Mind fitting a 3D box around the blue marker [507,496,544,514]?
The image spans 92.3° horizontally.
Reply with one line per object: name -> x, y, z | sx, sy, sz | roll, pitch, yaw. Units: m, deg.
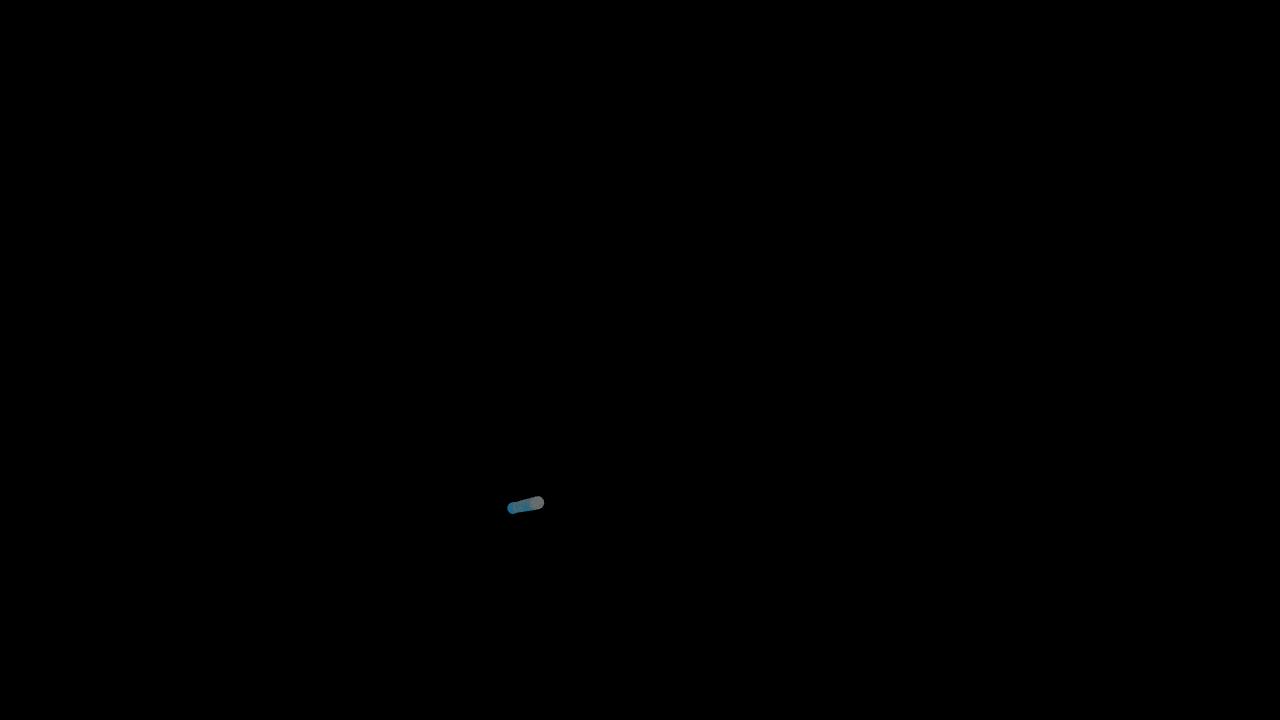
blue marker -> -0.178, 0.225, 0.949 | 0.020, 0.020, 0.121 | 0, -15, -31
